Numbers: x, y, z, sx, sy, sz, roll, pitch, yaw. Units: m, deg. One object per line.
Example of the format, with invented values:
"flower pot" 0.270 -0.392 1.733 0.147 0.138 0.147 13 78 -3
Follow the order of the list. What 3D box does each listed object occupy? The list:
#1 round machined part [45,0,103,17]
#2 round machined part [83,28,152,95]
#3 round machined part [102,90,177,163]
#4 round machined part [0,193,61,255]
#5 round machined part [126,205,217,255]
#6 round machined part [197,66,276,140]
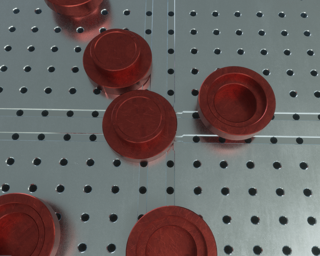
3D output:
"round machined part" -0.132 -0.213 0.480 0.099 0.042 0.098 0 70 0
"round machined part" -0.061 -0.100 0.439 0.099 0.042 0.098 0 70 0
"round machined part" -0.026 -0.007 0.405 0.099 0.042 0.098 0 70 0
"round machined part" -0.163 0.127 0.356 0.099 0.042 0.098 0 70 0
"round machined part" 0.012 0.140 0.352 0.099 0.042 0.098 0 70 0
"round machined part" 0.099 -0.030 0.414 0.099 0.042 0.098 0 70 0
